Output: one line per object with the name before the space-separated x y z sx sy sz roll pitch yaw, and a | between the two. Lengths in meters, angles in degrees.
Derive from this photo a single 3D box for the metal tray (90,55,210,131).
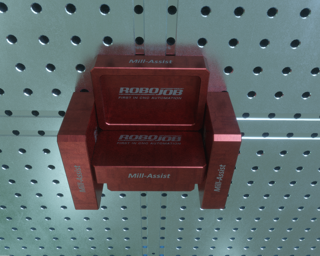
metal tray | -0.011 -0.040 0.374 0.131 0.030 0.089 0 130 -1

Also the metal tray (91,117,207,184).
metal tray | -0.013 0.026 0.388 0.131 0.090 0.030 1 130 -1

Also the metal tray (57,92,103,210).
metal tray | -0.093 0.031 0.393 0.030 0.090 0.129 1 130 -1

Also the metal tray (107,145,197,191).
metal tray | -0.013 0.053 0.451 0.131 0.030 0.089 0 130 -1

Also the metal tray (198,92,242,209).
metal tray | 0.069 0.030 0.395 0.030 0.090 0.129 1 130 -1
